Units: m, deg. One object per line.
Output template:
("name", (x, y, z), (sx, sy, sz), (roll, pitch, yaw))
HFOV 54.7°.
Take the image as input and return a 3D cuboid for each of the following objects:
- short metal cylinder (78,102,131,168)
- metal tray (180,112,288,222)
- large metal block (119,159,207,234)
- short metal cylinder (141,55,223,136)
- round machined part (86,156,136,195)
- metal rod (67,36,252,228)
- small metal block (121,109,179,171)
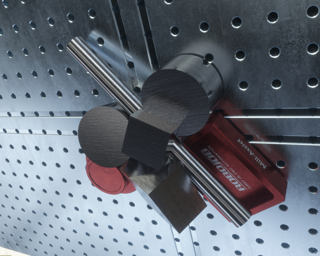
("short metal cylinder", (-0.060, 0.007, 0.412), (0.080, 0.050, 0.079), (4, 103, 19))
("metal tray", (0.082, 0.054, 0.393), (0.130, 0.030, 0.090), (45, 129, -4))
("large metal block", (0.003, 0.077, 0.402), (0.080, 0.050, 0.080), (26, 154, 55))
("short metal cylinder", (0.026, -0.038, 0.354), (0.080, 0.050, 0.079), (13, 124, 21))
("round machined part", (-0.073, 0.062, 0.471), (0.098, 0.042, 0.097), (13, 124, 21))
("metal rod", (-0.006, -0.001, 0.377), (0.300, 0.025, 0.025), (46, 130, 8))
("small metal block", (-0.012, 0.013, 0.352), (0.050, 0.025, 0.050), (24, 119, 14))
